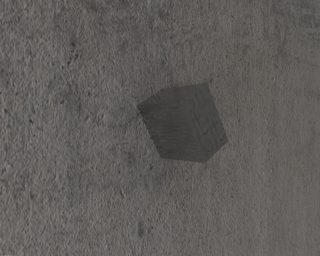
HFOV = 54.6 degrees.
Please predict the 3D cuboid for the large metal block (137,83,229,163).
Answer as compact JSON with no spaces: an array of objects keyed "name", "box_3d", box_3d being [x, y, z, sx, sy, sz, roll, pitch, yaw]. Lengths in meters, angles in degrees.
[{"name":"large metal block","box_3d":[0.028,-0.006,0.391,0.050,0.080,0.080,-37,113,-34]}]
